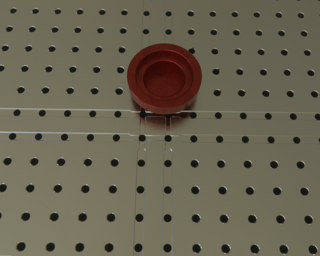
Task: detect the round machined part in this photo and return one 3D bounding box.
[{"bbox_3d":[0.006,-0.064,0.426,0.099,0.042,0.098,0,70,-1],"label":"round machined part"}]
